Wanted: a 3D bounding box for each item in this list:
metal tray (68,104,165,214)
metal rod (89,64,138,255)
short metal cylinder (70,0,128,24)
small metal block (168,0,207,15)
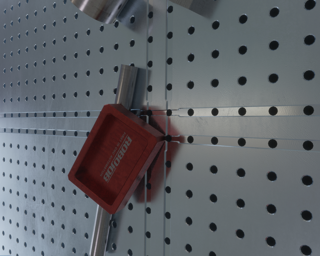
[{"bbox_3d":[-0.063,0.042,0.432,0.090,0.030,0.129,35,106,16],"label":"metal tray"},{"bbox_3d":[-0.071,0.055,0.467,0.025,0.025,0.298,18,101,38],"label":"metal rod"},{"bbox_3d":[-0.087,-0.197,0.445,0.050,0.081,0.080,-48,62,30],"label":"short metal cylinder"},{"bbox_3d":[0.036,-0.174,0.380,0.050,0.025,0.050,39,113,33],"label":"small metal block"}]
